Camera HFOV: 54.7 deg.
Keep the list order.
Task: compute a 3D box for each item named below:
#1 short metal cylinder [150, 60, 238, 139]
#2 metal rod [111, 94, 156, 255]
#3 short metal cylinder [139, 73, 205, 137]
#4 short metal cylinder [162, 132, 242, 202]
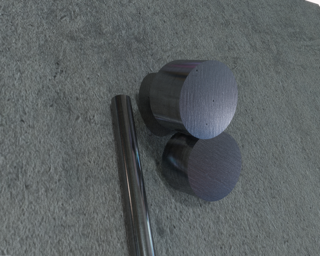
[{"bbox_3d":[0.036,-0.032,0.331,0.081,0.050,0.079,-9,106,-34],"label":"short metal cylinder"},{"bbox_3d":[-0.024,0.095,0.332,0.025,0.025,0.299,3,60,-27],"label":"metal rod"},{"bbox_3d":[0.015,-0.033,0.397,0.050,0.080,0.080,-13,69,-33],"label":"short metal cylinder"},{"bbox_3d":[0.049,0.041,0.367,0.081,0.050,0.079,-2,94,-32],"label":"short metal cylinder"}]
